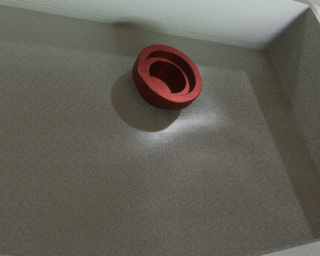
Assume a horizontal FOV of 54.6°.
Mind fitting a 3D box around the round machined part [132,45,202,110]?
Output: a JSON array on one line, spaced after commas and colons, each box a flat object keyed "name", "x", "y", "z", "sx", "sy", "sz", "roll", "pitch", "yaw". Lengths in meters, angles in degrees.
[{"name": "round machined part", "x": 0.007, "y": -0.066, "z": 0.438, "sx": 0.099, "sy": 0.042, "sz": 0.098, "roll": 13, "pitch": 56, "yaw": -21}]
